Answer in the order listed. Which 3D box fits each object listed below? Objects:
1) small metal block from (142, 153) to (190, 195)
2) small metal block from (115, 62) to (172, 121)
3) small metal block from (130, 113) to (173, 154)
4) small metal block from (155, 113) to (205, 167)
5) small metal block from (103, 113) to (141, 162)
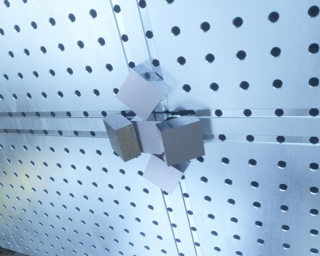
[{"bbox_3d":[0.008,0.060,0.444,0.050,0.025,0.050,31,129,10],"label":"small metal block"},{"bbox_3d":[-0.021,-0.046,0.395,0.050,0.025,0.050,40,129,2],"label":"small metal block"},{"bbox_3d":[-0.007,0.007,0.419,0.050,0.025,0.050,1,118,27],"label":"small metal block"},{"bbox_3d":[0.026,0.015,0.389,0.050,0.025,0.050,-16,116,-9],"label":"small metal block"},{"bbox_3d":[-0.053,0.012,0.431,0.050,0.025,0.050,34,143,55],"label":"small metal block"}]
